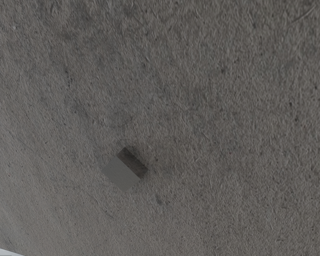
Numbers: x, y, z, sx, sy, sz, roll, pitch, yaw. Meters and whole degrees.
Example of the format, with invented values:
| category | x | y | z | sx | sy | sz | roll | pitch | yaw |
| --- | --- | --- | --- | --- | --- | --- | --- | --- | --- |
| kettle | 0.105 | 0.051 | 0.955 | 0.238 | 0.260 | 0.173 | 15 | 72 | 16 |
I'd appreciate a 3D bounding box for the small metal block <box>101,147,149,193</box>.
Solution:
| category | x | y | z | sx | sy | sz | roll | pitch | yaw |
| --- | --- | --- | --- | --- | --- | --- | --- | --- | --- |
| small metal block | -0.055 | 0.065 | 0.477 | 0.050 | 0.025 | 0.050 | 44 | 129 | -3 |
